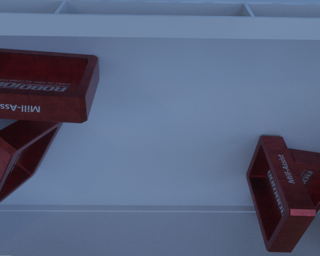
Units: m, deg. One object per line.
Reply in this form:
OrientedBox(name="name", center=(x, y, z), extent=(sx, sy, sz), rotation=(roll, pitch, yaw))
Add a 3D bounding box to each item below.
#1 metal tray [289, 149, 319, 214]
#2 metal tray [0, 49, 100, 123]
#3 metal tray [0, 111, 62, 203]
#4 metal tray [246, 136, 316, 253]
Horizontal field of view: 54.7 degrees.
OrientedBox(name="metal tray", center=(0.215, 0.095, 0.483), extent=(0.091, 0.030, 0.129), rotation=(9, 127, -8))
OrientedBox(name="metal tray", center=(-0.136, -0.047, 0.324), extent=(0.131, 0.090, 0.030), rotation=(3, 129, -3))
OrientedBox(name="metal tray", center=(-0.182, 0.039, 0.394), extent=(0.030, 0.090, 0.129), rotation=(39, 123, 0))
OrientedBox(name="metal tray", center=(0.153, 0.084, 0.413), extent=(0.030, 0.130, 0.089), rotation=(3, 130, -2))
